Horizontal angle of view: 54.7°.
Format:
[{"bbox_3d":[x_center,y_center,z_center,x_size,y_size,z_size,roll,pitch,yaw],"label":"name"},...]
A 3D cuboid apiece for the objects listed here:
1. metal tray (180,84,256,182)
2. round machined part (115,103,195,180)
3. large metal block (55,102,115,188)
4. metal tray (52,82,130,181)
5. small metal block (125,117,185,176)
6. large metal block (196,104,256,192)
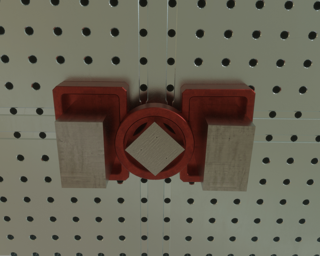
[{"bbox_3d":[0.072,0.008,0.413,0.091,0.030,0.129,0,110,0],"label":"metal tray"},{"bbox_3d":[-0.007,0.014,0.400,0.099,0.042,0.097,0,110,0],"label":"round machined part"},{"bbox_3d":[-0.086,0.017,0.375,0.050,0.080,0.079,1,110,0],"label":"large metal block"},{"bbox_3d":[-0.086,0.005,0.411,0.091,0.030,0.129,1,110,-1],"label":"metal tray"},{"bbox_3d":[-0.006,0.021,0.378,0.050,0.025,0.050,43,104,-14],"label":"small metal block"},{"bbox_3d":[0.075,0.021,0.378,0.050,0.080,0.079,1,110,-1],"label":"large metal block"}]
